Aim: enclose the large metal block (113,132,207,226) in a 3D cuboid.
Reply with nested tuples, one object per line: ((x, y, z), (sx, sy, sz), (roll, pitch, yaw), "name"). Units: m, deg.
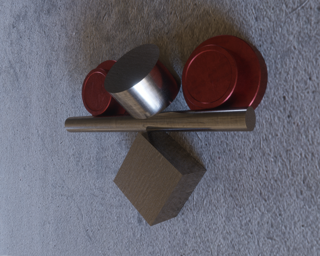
((-0.002, 0.060, 0.389), (0.080, 0.050, 0.080), (43, 116, 31), "large metal block")

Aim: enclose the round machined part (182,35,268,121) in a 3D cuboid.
((0.063, -0.054, 0.343), (0.098, 0.042, 0.097), (0, 90, 40), "round machined part")

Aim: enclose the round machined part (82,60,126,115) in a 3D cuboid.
((-0.079, -0.052, 0.459), (0.098, 0.042, 0.097), (0, 90, 40), "round machined part")

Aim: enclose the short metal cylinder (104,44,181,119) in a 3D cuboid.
((-0.021, -0.058, 0.384), (0.080, 0.050, 0.080), (-23, 42, 23), "short metal cylinder")

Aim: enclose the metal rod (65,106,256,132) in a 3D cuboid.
((-0.026, -0.007, 0.400), (0.300, 0.025, 0.025), (-1, 90, 40), "metal rod")
